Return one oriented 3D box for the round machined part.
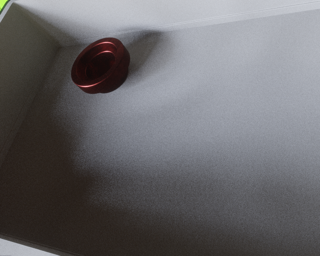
[{"bbox_3d":[-0.091,-0.095,0.502,0.098,0.042,0.098,-13,56,21],"label":"round machined part"}]
